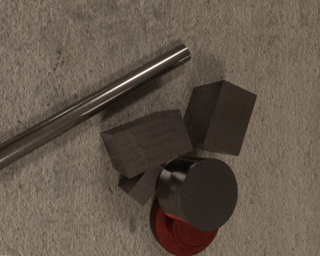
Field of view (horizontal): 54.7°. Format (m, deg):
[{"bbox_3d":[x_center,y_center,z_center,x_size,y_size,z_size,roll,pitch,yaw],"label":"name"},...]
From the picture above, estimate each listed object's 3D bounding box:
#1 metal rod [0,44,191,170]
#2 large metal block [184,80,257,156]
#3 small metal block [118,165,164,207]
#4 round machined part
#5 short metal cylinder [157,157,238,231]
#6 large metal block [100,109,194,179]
[{"bbox_3d":[-0.087,-0.025,0.377,0.302,0.025,0.025,-33,101,-17],"label":"metal rod"},{"bbox_3d":[0.072,-0.012,0.408,0.050,0.080,0.080,21,83,-19],"label":"large metal block"},{"bbox_3d":[-0.021,0.065,0.389,0.025,0.050,0.050,43,76,-15],"label":"small metal block"},{"bbox_3d":[0.040,0.124,0.416,0.099,0.042,0.097,0,90,-21],"label":"round machined part"},{"bbox_3d":[0.044,0.074,0.364,0.081,0.050,0.080,2,87,-30],"label":"short metal cylinder"},{"bbox_3d":[-0.019,0.016,0.374,0.081,0.080,0.050,-22,98,-19],"label":"large metal block"}]
